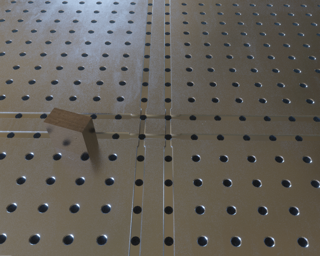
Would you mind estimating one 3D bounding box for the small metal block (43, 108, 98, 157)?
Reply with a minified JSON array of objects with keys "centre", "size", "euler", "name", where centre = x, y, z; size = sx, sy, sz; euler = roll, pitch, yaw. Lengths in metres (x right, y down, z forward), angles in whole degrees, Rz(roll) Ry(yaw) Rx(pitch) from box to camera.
[{"centre":[-0.109,0.006,0.385],"size":[0.050,0.050,0.025],"euler":[14,52,11],"name":"small metal block"}]
